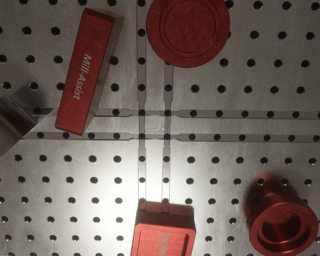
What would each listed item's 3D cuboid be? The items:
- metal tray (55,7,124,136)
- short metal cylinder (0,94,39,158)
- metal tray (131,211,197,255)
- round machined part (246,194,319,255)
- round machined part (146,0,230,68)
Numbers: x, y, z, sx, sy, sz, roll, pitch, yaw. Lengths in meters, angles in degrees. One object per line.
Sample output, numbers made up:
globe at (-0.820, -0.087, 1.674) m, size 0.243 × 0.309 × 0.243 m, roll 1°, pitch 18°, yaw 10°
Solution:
metal tray at (-0.078, -0.066, 0.353) m, size 0.030 × 0.090 × 0.129 m, roll 18°, pitch 109°, yaw -7°
short metal cylinder at (-0.200, 0.003, 0.383) m, size 0.080 × 0.080 × 0.050 m, roll -39°, pitch 106°, yaw 13°
metal tray at (0.000, 0.197, 0.483) m, size 0.091 × 0.030 × 0.129 m, roll 7°, pitch 110°, yaw -4°
round machined part at (0.176, 0.140, 0.459) m, size 0.099 × 0.042 × 0.097 m, roll 0°, pitch 110°, yaw -1°
round machined part at (0.033, -0.119, 0.361) m, size 0.099 × 0.042 × 0.097 m, roll 0°, pitch 110°, yaw -1°
